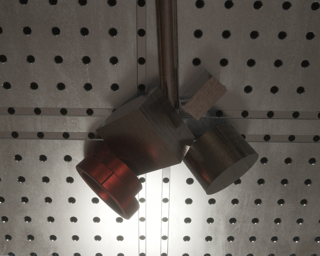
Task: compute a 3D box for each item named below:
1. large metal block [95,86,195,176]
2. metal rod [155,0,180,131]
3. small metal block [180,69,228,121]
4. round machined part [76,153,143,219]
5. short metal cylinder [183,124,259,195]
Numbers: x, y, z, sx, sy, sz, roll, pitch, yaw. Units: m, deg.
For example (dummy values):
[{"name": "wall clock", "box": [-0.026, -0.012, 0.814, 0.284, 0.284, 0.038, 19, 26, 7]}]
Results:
[{"name": "large metal block", "box": [-0.018, 0.007, 0.384, 0.080, 0.050, 0.080, -23, 112, 40]}, {"name": "metal rod", "box": [0.008, -0.136, 0.363, 0.025, 0.025, 0.298, -3, 110, 0]}, {"name": "small metal block", "box": [0.052, -0.042, 0.385, 0.025, 0.050, 0.050, 40, 105, -14]}, {"name": "round machined part", "box": [-0.062, 0.072, 0.410, 0.042, 0.098, 0.098, -44, 108, -23]}, {"name": "short metal cylinder", "box": [0.076, 0.040, 0.393, 0.080, 0.080, 0.050, -44, 62, 14]}]
